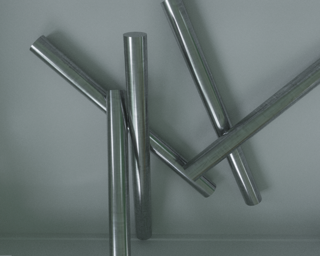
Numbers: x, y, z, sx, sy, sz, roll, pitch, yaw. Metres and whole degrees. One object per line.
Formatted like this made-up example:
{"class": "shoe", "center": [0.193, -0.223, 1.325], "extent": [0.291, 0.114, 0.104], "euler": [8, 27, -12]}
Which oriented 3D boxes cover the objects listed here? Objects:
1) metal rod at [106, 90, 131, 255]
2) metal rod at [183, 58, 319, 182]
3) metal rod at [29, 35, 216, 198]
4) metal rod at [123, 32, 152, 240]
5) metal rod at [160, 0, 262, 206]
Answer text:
{"class": "metal rod", "center": [-0.048, 0.104, 0.368], "extent": [0.025, 0.025, 0.298], "euler": [-2, 87, 0]}
{"class": "metal rod", "center": [0.153, -0.035, 0.382], "extent": [0.300, 0.025, 0.025], "euler": [-39, 106, 6]}
{"class": "metal rod", "center": [-0.038, -0.006, 0.408], "extent": [0.300, 0.025, 0.025], "euler": [41, 105, -14]}
{"class": "metal rod", "center": [-0.025, 0.031, 0.397], "extent": [0.025, 0.025, 0.298], "euler": [-1, 120, 0]}
{"class": "metal rod", "center": [0.074, -0.022, 0.404], "extent": [0.025, 0.025, 0.299], "euler": [-23, 109, 8]}
